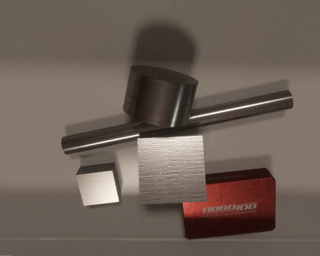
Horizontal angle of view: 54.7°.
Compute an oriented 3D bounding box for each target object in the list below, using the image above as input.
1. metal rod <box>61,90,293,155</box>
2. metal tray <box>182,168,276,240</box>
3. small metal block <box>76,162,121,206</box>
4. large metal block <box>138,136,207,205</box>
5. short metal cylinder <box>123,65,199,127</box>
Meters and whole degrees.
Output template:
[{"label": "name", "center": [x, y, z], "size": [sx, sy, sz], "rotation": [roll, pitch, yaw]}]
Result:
[{"label": "metal rod", "center": [0.020, -0.007, 0.409], "size": [0.302, 0.025, 0.025], "rotation": [-12, 110, 3]}, {"label": "metal tray", "center": [0.098, 0.111, 0.451], "size": [0.131, 0.030, 0.089], "rotation": [-7, 110, 2]}, {"label": "small metal block", "center": [-0.086, 0.079, 0.439], "size": [0.050, 0.025, 0.050], "rotation": [-8, 110, 2]}, {"label": "large metal block", "center": [0.015, 0.054, 0.401], "size": [0.081, 0.050, 0.080], "rotation": [-3, 81, 0]}, {"label": "short metal cylinder", "center": [0.000, -0.040, 0.367], "size": [0.081, 0.080, 0.050], "rotation": [11, 110, -5]}]
